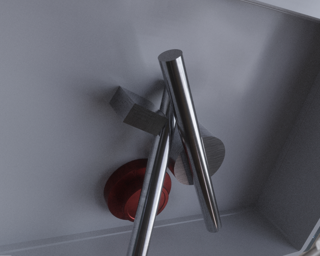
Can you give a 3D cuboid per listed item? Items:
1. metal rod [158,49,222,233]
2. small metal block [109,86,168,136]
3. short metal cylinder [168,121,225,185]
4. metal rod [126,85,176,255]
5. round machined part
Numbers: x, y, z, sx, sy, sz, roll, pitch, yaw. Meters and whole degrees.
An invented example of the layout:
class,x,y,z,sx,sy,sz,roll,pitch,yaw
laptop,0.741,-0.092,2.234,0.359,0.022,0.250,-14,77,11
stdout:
class,x,y,z,sx,sy,sz,roll,pitch,yaw
metal rod,0.047,0.041,0.396,0.025,0.025,0.299,-27,128,-12
small metal block,-0.026,-0.020,0.367,0.050,0.050,0.025,24,105,-37
short metal cylinder,0.044,0.034,0.440,0.081,0.050,0.079,-14,125,-21
metal rod,-0.013,0.087,0.377,0.025,0.025,0.298,16,85,-35
round machined part,-0.027,0.096,0.444,0.099,0.042,0.097,-14,125,-21
